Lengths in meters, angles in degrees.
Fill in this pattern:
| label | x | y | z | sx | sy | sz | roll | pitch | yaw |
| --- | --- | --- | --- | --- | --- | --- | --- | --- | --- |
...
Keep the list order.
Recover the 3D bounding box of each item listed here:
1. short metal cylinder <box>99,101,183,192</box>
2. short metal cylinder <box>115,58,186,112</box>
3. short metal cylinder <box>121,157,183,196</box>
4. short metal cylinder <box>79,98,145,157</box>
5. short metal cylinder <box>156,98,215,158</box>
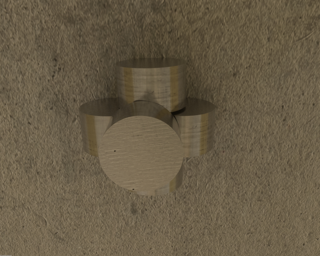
| label | x | y | z | sx | sy | sz | roll | pitch | yaw |
| --- | --- | --- | --- | --- | --- | --- | --- | --- | --- |
| short metal cylinder | -0.018 | 0.017 | 0.318 | 0.081 | 0.050 | 0.079 | 0 | 110 | -1 |
| short metal cylinder | -0.010 | -0.052 | 0.362 | 0.081 | 0.080 | 0.050 | -2 | 110 | 0 |
| short metal cylinder | -0.010 | 0.043 | 0.397 | 0.081 | 0.080 | 0.050 | 0 | 110 | -1 |
| short metal cylinder | -0.055 | -0.003 | 0.380 | 0.081 | 0.080 | 0.050 | -1 | 110 | 0 |
| short metal cylinder | 0.026 | -0.004 | 0.381 | 0.081 | 0.080 | 0.050 | 0 | 110 | 0 |
